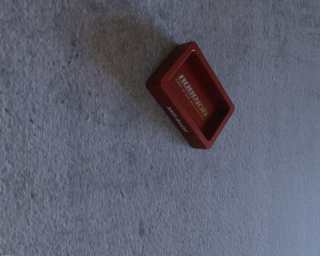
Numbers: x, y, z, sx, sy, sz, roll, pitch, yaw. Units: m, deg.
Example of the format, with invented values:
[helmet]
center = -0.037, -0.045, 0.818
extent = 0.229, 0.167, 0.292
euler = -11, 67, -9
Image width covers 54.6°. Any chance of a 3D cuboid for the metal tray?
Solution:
[metal tray]
center = 0.048, -0.044, 0.440
extent = 0.130, 0.030, 0.090
euler = 52, 60, -27
